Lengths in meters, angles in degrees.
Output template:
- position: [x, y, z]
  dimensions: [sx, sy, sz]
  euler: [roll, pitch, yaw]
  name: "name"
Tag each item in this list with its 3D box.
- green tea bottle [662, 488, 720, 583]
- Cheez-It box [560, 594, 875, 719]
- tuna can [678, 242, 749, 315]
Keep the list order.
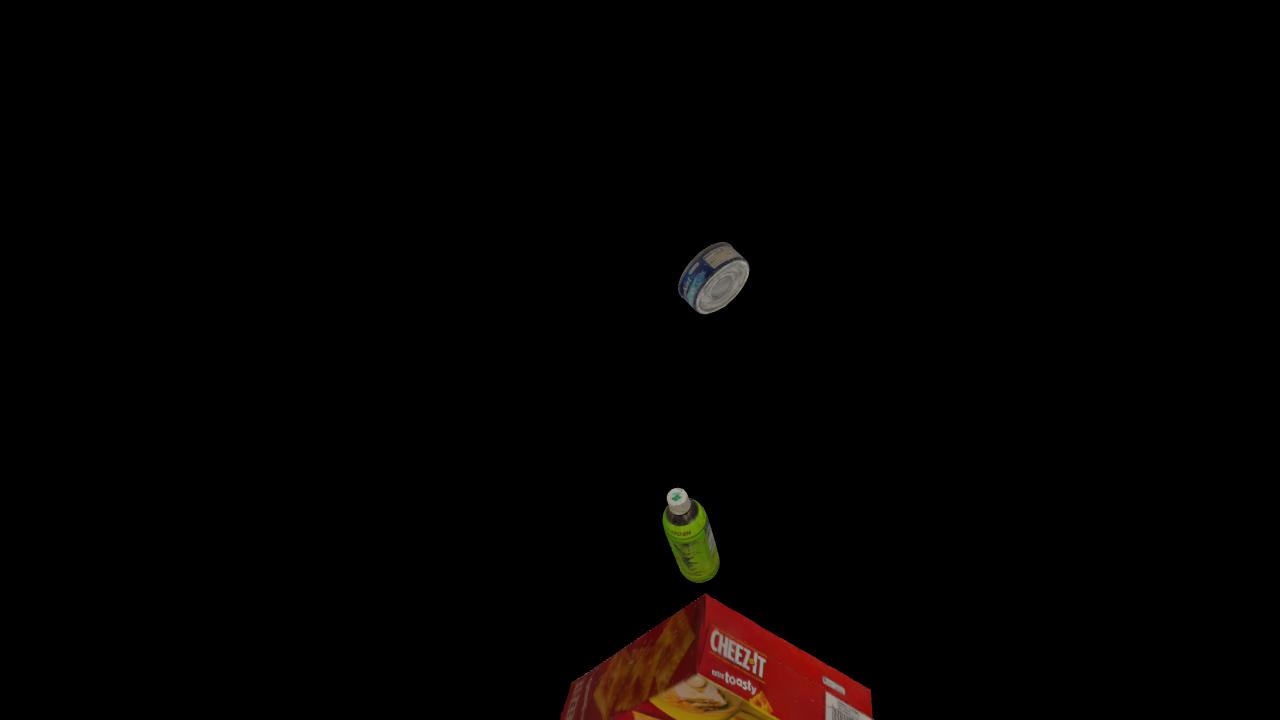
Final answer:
- position: [0.077, 0.268, 0.954]
  dimensions: [0.073, 0.212, 0.073]
  euler: [-9, 42, 8]
  name: "green tea bottle"
- position: [0.052, 0.298, 0.506]
  dimensions: [0.166, 0.223, 0.071]
  euler: [33, 37, -10]
  name: "Cheez-It box"
- position: [0.088, -0.094, 0.722]
  dimensions: [0.084, 0.084, 0.034]
  euler: [0, 43, -51]
  name: "tuna can"
